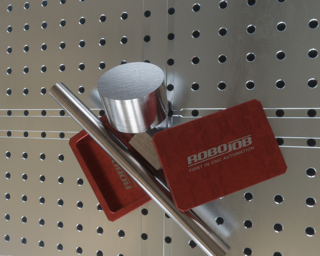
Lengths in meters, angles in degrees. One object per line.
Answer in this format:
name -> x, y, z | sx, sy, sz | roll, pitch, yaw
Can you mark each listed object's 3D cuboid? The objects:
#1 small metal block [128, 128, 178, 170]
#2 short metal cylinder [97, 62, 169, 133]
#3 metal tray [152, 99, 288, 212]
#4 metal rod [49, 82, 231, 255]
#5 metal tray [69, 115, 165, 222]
small metal block -> -0.005, 0.025, 0.396 | 0.050, 0.050, 0.025 | 42, 103, 15
short metal cylinder -> -0.032, -0.039, 0.384 | 0.080, 0.080, 0.050 | 9, 135, 19
metal tray -> 0.066, 0.030, 0.355 | 0.131, 0.030, 0.090 | -19, 83, -6
metal rod -> -0.035, 0.046, 0.389 | 0.300, 0.025, 0.025 | 43, 103, 14
metal tray -> -0.058, 0.050, 0.426 | 0.090, 0.030, 0.130 | -33, 80, 17
